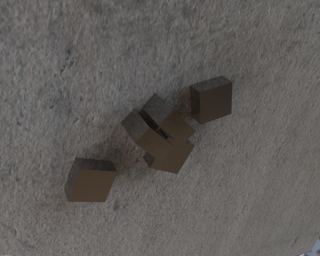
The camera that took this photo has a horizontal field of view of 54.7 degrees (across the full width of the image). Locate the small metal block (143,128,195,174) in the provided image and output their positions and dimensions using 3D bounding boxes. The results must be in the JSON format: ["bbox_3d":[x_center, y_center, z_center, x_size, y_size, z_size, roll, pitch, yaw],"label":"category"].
[{"bbox_3d":[0.012,0.034,0.436,0.050,0.025,0.050,19,108,-36],"label":"small metal block"}]

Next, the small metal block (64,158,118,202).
[{"bbox_3d":[-0.090,0.068,0.401,0.050,0.025,0.050,10,113,-33],"label":"small metal block"}]

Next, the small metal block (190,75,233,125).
[{"bbox_3d":[0.070,-0.039,0.423,0.050,0.025,0.050,-19,126,-18],"label":"small metal block"}]

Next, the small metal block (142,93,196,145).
[{"bbox_3d":[0.011,-0.012,0.391,0.025,0.050,0.050,-47,130,4],"label":"small metal block"}]

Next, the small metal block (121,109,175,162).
[{"bbox_3d":[-0.016,0.009,0.389,0.025,0.050,0.050,-46,130,4],"label":"small metal block"}]
